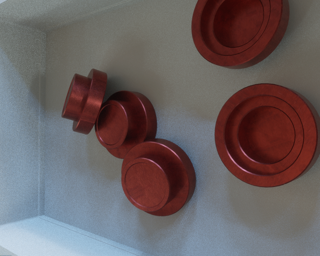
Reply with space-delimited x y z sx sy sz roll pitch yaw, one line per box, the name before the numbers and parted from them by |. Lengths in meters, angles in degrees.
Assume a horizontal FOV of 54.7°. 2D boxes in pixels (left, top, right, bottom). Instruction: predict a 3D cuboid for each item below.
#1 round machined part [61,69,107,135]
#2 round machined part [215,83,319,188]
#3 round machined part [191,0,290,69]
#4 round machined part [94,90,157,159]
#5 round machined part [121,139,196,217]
round machined part | -0.115 -0.042 0.459 0.097 0.042 0.098 -49 31 45
round machined part | 0.108 0.007 0.306 0.098 0.042 0.097 0 90 39
round machined part | 0.085 -0.111 0.324 0.098 0.042 0.097 0 90 39
round machined part | -0.055 -0.005 0.439 0.098 0.042 0.097 0 90 39
round machined part | -0.009 0.065 0.387 0.098 0.042 0.097 6 103 28
